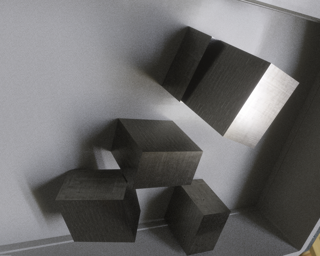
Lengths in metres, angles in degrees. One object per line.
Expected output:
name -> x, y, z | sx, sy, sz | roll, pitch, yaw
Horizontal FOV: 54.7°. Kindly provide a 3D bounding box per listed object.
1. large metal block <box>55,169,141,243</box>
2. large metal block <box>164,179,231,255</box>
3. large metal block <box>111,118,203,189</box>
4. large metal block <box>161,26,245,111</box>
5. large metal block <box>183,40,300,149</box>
large metal block -> -0.074, 0.099, 0.393 | 0.080, 0.050, 0.079 | -2, 125, 8
large metal block -> 0.056, 0.138, 0.491 | 0.050, 0.080, 0.079 | 2, 117, -30
large metal block -> -0.007, 0.029, 0.389 | 0.081, 0.080, 0.050 | 2, 117, -30
large metal block -> 0.061, -0.068, 0.386 | 0.081, 0.050, 0.079 | 13, 112, -34
large metal block -> 0.082, -0.037, 0.332 | 0.050, 0.080, 0.080 | 20, 108, -36
